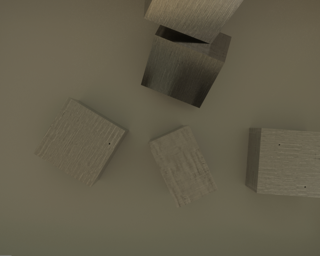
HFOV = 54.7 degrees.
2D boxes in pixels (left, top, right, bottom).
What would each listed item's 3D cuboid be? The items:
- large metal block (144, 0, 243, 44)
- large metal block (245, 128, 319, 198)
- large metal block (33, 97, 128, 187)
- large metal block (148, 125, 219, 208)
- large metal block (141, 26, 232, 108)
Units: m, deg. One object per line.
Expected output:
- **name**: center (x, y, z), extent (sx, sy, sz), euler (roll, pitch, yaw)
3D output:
- **large metal block**: center (0.037, -0.144, 0.316), extent (0.081, 0.080, 0.050), euler (15, 52, -19)
- **large metal block**: center (0.160, 0.042, 0.401), extent (0.081, 0.050, 0.079), euler (4, 90, -1)
- **large metal block**: center (-0.097, 0.017, 0.398), extent (0.080, 0.050, 0.080), euler (31, 90, -1)
- **large metal block**: center (0.026, 0.043, 0.384), extent (0.050, 0.080, 0.080), euler (-24, 90, 0)
- **large metal block**: center (0.030, -0.081, 0.377), extent (0.080, 0.080, 0.050), euler (22, 52, -1)
